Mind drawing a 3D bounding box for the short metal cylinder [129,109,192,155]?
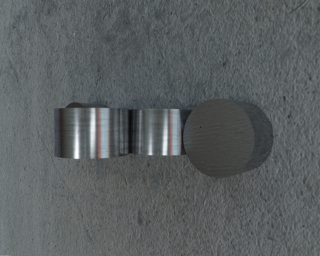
[{"bbox_3d":[0.001,0.004,0.370,0.080,0.081,0.050,1,90,40],"label":"short metal cylinder"}]

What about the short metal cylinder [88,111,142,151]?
[{"bbox_3d":[-0.060,0.003,0.421,0.080,0.081,0.050,1,91,40],"label":"short metal cylinder"}]

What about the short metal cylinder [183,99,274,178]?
[{"bbox_3d":[0.072,0.010,0.330,0.080,0.050,0.080,1,91,39],"label":"short metal cylinder"}]

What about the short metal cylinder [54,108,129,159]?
[{"bbox_3d":[-0.074,0.004,0.342,0.080,0.081,0.050,1,92,40],"label":"short metal cylinder"}]

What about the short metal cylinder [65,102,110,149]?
[{"bbox_3d":[-0.112,0.001,0.483,0.080,0.050,0.080,0,90,39],"label":"short metal cylinder"}]
